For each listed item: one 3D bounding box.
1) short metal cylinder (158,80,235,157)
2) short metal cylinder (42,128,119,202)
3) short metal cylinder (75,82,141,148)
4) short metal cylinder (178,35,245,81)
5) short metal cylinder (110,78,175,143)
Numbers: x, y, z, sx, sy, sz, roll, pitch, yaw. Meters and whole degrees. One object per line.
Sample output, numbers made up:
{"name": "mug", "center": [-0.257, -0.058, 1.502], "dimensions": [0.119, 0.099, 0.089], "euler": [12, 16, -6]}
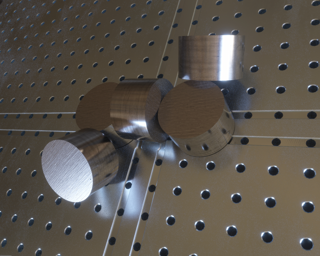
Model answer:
{"name": "short metal cylinder", "center": [0.045, -0.012, 0.374], "dimensions": [0.080, 0.050, 0.080], "euler": [-13, 56, 20]}
{"name": "short metal cylinder", "center": [-0.100, 0.045, 0.389], "dimensions": [0.080, 0.050, 0.079], "euler": [9, 110, 26]}
{"name": "short metal cylinder", "center": [-0.070, -0.018, 0.437], "dimensions": [0.080, 0.050, 0.080], "euler": [-13, 56, 20]}
{"name": "short metal cylinder", "center": [0.063, -0.088, 0.385], "dimensions": [0.080, 0.081, 0.050], "euler": [9, 108, 32]}
{"name": "short metal cylinder", "center": [-0.018, -0.023, 0.395], "dimensions": [0.050, 0.080, 0.080], "euler": [5, 64, 30]}
